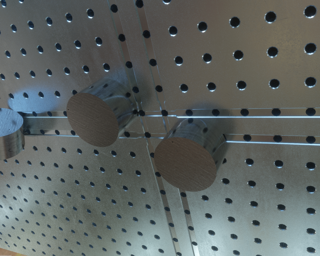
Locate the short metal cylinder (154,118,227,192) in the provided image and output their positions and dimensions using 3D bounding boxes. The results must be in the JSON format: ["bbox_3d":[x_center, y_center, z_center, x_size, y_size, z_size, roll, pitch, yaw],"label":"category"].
[{"bbox_3d":[0.039,0.033,0.394,0.080,0.050,0.079,13,124,20],"label":"short metal cylinder"}]

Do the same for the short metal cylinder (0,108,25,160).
[{"bbox_3d":[-0.273,0.009,0.522,0.080,0.080,0.050,24,127,13],"label":"short metal cylinder"}]

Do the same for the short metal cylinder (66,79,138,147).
[{"bbox_3d":[-0.078,-0.021,0.421,0.080,0.050,0.079,13,124,20],"label":"short metal cylinder"}]
